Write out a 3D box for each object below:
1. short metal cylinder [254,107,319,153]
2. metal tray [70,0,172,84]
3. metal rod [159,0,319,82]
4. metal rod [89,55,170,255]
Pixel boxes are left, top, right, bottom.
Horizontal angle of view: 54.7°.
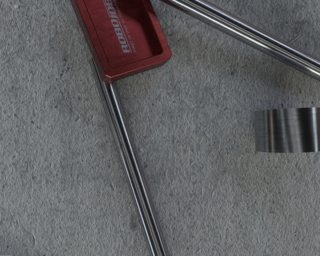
[{"bbox_3d":[0.159,0.002,0.384,0.081,0.080,0.050,-2,90,0],"label":"short metal cylinder"},{"bbox_3d":[-0.051,-0.132,0.393,0.091,0.030,0.129,-22,90,-18],"label":"metal tray"},{"bbox_3d":[0.090,-0.131,0.393,0.301,0.025,0.025,24,90,-7],"label":"metal rod"},{"bbox_3d":[-0.037,0.051,0.409,0.025,0.025,0.298,-17,90,0],"label":"metal rod"}]
